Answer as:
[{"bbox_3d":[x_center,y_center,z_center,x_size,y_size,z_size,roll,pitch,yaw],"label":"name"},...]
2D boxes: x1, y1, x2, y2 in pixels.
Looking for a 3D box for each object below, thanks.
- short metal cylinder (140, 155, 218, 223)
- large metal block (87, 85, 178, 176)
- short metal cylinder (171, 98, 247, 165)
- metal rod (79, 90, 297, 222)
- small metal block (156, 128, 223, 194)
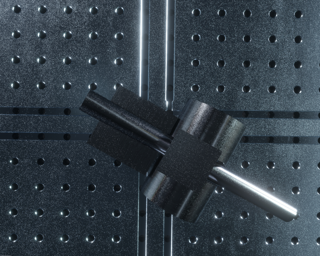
[{"bbox_3d":[0.023,0.072,0.382,0.080,0.080,0.050,30,90,0],"label":"short metal cylinder"},{"bbox_3d":[-0.033,0.003,0.395,0.080,0.050,0.080,29,90,0],"label":"large metal block"},{"bbox_3d":[0.059,0.004,0.383,0.080,0.080,0.050,28,90,0],"label":"short metal cylinder"},{"bbox_3d":[0.046,0.041,0.371,0.301,0.025,0.025,30,90,-16],"label":"metal rod"},{"bbox_3d":[0.031,0.035,0.331,0.050,0.025,0.050,29,90,8],"label":"small metal block"}]
